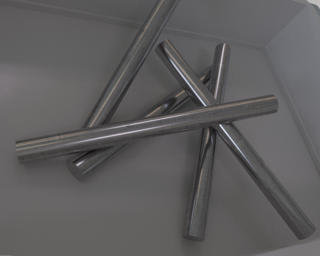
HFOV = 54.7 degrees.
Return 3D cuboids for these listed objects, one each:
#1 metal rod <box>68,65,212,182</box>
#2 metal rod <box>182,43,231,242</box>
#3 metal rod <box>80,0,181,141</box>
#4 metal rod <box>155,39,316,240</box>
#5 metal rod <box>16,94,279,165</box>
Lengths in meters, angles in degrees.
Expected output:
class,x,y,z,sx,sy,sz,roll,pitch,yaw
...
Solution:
class,x,y,z,sx,sy,sz,roll,pitch,yaw
metal rod,0.004,-0.026,0.423,0.025,0.025,0.302,48,51,5
metal rod,0.070,-0.001,0.424,0.025,0.025,0.300,23,59,-15
metal rod,-0.014,-0.116,0.386,0.025,0.025,0.300,30,78,-9
metal rod,0.090,0.008,0.397,0.025,0.025,0.299,-29,78,-37
metal rod,0.001,-0.003,0.353,0.302,0.025,0.025,-11,67,-16
